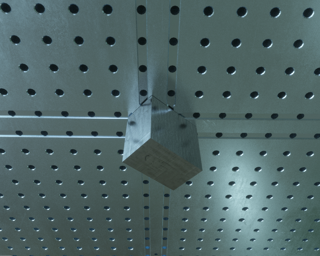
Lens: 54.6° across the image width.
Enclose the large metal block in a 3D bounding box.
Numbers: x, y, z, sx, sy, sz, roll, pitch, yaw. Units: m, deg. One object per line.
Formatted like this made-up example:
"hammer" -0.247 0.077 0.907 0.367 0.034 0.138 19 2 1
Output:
"large metal block" 0.003 0.019 0.391 0.080 0.080 0.050 34 123 -26
